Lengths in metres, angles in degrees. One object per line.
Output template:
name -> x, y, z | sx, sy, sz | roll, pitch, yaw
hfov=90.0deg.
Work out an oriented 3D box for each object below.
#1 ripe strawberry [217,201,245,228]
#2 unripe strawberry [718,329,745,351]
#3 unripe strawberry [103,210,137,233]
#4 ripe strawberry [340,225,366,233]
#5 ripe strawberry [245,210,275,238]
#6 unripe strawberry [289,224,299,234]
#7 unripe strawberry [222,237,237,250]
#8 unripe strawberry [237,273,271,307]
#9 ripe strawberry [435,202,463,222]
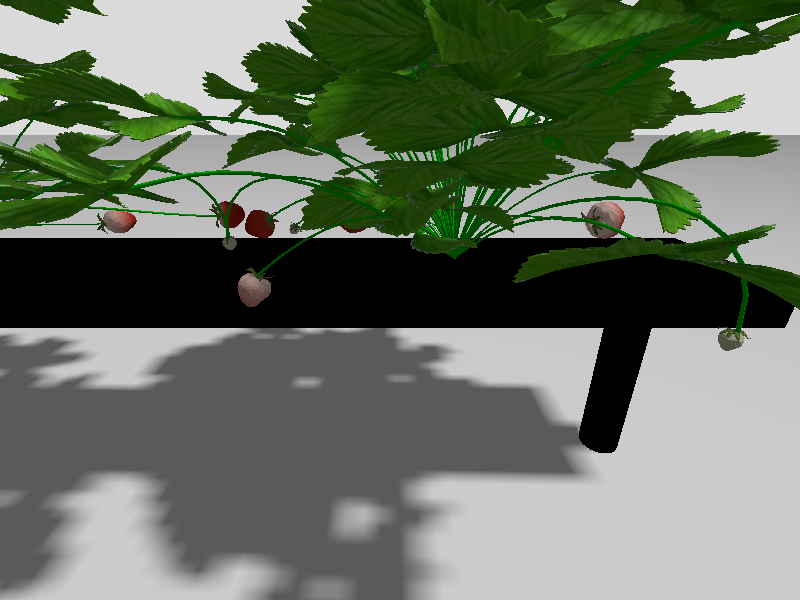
ripe strawberry -> -0.194, -0.098, 0.460 | 0.030, 0.031, 0.027 | -12, 27, -26
unripe strawberry -> 0.165, 0.021, 0.201 | 0.011, 0.010, 0.010 | -15, 28, -30
unripe strawberry -> -0.308, -0.087, 0.440 | 0.031, 0.026, 0.031 | -20, 31, -39
ripe strawberry -> -0.056, -0.099, 0.450 | 0.048, 0.047, 0.045 | 21, 31, 39
ripe strawberry -> -0.150, -0.079, 0.424 | 0.032, 0.031, 0.029 | -14, 17, 26
unripe strawberry -> -0.116, -0.077, 0.438 | 0.011, 0.012, 0.010 | -41, -1, 35
unripe strawberry -> -0.147, -0.048, 0.346 | 0.011, 0.011, 0.011 | -2, 24, -4
unripe strawberry -> -0.099, -0.006, 0.269 | 0.021, 0.022, 0.024 | 23, 5, -41
ripe strawberry -> 0.054, -0.102, 0.466 | 0.037, 0.033, 0.033 | 1, 24, 2
